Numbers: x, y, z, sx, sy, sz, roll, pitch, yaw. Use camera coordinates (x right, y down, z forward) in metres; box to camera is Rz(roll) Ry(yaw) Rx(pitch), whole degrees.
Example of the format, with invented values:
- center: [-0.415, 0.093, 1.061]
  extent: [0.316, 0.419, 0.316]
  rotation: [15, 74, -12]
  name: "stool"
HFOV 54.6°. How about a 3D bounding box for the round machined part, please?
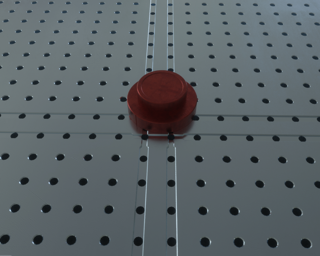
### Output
- center: [0.003, -0.044, 0.433]
  extent: [0.099, 0.042, 0.098]
  rotation: [0, 50, 0]
  name: "round machined part"
